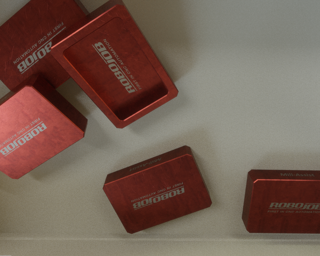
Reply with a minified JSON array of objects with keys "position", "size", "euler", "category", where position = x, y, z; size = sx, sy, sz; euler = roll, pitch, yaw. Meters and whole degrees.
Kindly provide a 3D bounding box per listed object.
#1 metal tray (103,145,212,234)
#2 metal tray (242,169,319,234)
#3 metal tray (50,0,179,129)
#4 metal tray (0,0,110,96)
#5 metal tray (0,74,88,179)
[{"position":[-0.003,0.089,0.442],"size":[0.130,0.030,0.090],"euler":[-21,109,7],"category":"metal tray"},{"position":[0.192,0.108,0.451],"size":[0.131,0.030,0.089],"euler":[1,110,-1],"category":"metal tray"},{"position":[-0.048,-0.068,0.358],"size":[0.090,0.030,0.130],"euler":[-31,128,8],"category":"metal tray"},{"position":[-0.137,-0.097,0.371],"size":[0.130,0.030,0.090],"euler":[-34,107,11],"category":"metal tray"},{"position":[-0.169,0.003,0.387],"size":[0.130,0.030,0.090],"euler":[-31,122,18],"category":"metal tray"}]
